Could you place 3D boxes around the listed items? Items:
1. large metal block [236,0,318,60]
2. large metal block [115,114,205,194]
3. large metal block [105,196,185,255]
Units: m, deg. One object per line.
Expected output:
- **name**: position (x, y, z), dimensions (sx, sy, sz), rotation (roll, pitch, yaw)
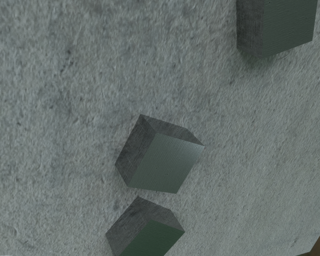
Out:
- **large metal block**: position (0.143, -0.142, 0.384), dimensions (0.081, 0.050, 0.080), rotation (-22, 127, -16)
- **large metal block**: position (-0.001, 0.037, 0.414), dimensions (0.081, 0.050, 0.080), rotation (17, 110, -35)
- **large metal block**: position (-0.023, 0.163, 0.481), dimensions (0.080, 0.050, 0.080), rotation (34, 99, -39)
